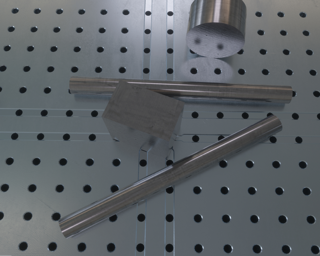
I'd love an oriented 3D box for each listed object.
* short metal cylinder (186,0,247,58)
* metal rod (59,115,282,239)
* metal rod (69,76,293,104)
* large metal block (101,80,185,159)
[{"bbox_3d":[0.079,-0.142,0.435,0.080,0.080,0.050,8,70,3],"label":"short metal cylinder"},{"bbox_3d":[0.021,0.056,0.391,0.302,0.025,0.025,-25,72,-9],"label":"metal rod"},{"bbox_3d":[0.028,-0.053,0.431,0.302,0.025,0.025,3,70,1],"label":"metal rod"},{"bbox_3d":[-0.018,-0.007,0.385,0.080,0.080,0.050,20,72,7],"label":"large metal block"}]
